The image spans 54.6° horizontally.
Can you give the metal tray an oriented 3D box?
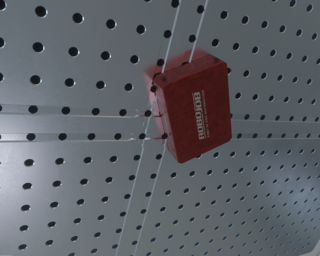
[{"bbox_3d":[0.048,-0.023,0.420,0.091,0.030,0.129,-24,127,-14],"label":"metal tray"}]
